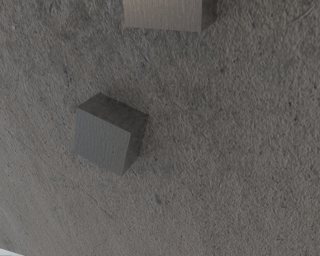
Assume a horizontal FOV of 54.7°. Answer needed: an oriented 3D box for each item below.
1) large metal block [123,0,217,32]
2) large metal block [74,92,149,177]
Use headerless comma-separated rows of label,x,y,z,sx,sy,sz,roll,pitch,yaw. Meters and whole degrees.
large metal block,0.010,-0.141,0.298,0.080,0.050,0.079,11,123,22
large metal block,-0.070,0.009,0.433,0.080,0.050,0.079,25,127,12
